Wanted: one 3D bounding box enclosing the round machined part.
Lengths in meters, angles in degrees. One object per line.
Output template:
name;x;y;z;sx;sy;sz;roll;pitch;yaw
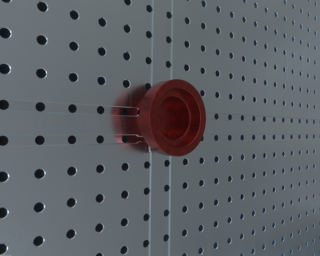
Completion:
round machined part;0.012;-0.013;0.407;0.099;0.042;0.097;0;90;-40
